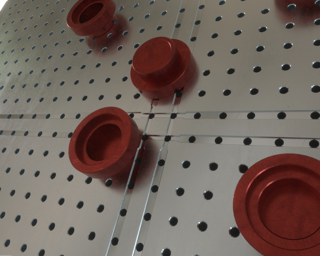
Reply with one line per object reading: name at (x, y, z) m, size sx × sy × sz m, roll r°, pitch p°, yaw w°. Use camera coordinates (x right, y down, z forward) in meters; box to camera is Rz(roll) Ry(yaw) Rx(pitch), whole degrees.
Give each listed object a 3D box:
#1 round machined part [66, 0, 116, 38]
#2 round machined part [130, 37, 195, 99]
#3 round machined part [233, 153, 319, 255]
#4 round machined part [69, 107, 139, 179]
round machined part at (-0.127, -0.213, 0.596) m, size 0.098 × 0.042 × 0.098 m, roll -13°, pitch 56°, yaw 21°
round machined part at (-0.002, -0.095, 0.458) m, size 0.098 × 0.042 × 0.098 m, roll -13°, pitch 56°, yaw 21°
round machined part at (0.121, 0.076, 0.287) m, size 0.098 × 0.042 × 0.098 m, roll -13°, pitch 56°, yaw 21°
round machined part at (-0.071, 0.023, 0.422) m, size 0.098 × 0.042 × 0.098 m, roll -13°, pitch 56°, yaw 21°
